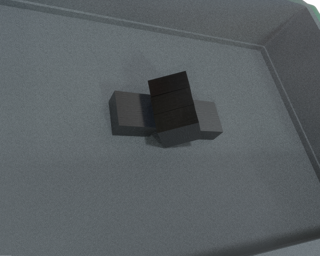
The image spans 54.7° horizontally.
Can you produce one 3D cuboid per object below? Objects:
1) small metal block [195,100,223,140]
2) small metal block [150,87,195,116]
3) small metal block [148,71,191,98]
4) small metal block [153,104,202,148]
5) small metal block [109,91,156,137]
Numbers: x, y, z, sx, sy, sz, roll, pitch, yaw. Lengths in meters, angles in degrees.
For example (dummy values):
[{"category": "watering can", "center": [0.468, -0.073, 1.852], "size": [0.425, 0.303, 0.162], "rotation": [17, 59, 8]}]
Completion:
[{"category": "small metal block", "center": [0.057, -0.012, 0.444], "size": [0.050, 0.025, 0.050], "rotation": [3, 60, -27]}, {"category": "small metal block", "center": [0.019, -0.023, 0.401], "size": [0.050, 0.050, 0.025], "rotation": [-15, 64, 5]}, {"category": "small metal block", "center": [0.016, -0.046, 0.412], "size": [0.050, 0.050, 0.025], "rotation": [-14, 63, 5]}, {"category": "small metal block", "center": [0.024, -0.001, 0.389], "size": [0.050, 0.050, 0.025], "rotation": [-15, 64, 5]}, {"category": "small metal block", "center": [-0.035, -0.018, 0.397], "size": [0.050, 0.025, 0.050], "rotation": [4, 60, -27]}]
